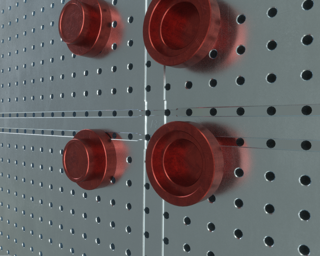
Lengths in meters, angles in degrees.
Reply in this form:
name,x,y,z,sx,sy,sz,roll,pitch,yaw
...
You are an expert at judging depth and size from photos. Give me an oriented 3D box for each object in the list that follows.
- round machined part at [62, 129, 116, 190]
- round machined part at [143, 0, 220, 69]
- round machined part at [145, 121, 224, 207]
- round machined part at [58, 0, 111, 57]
name,x,y,z,sx,sy,sz,roll,pitch,yaw
round machined part,-0.118,0.050,0.493,0.098,0.042,0.097,0,90,39
round machined part,0.029,-0.120,0.373,0.098,0.042,0.097,0,90,39
round machined part,0.033,0.041,0.370,0.098,0.042,0.097,0,90,39
round machined part,-0.127,-0.167,0.500,0.098,0.042,0.097,0,90,39
